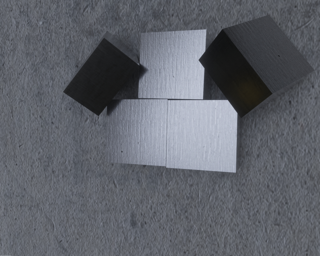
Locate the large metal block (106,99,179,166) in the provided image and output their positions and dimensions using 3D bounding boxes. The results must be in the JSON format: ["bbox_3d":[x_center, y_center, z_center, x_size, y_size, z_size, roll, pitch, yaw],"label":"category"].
[{"bbox_3d":[-0.022,0.004,0.403,0.080,0.050,0.079,2,91,19],"label":"large metal block"}]

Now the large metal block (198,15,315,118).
[{"bbox_3d":[0.104,-0.069,0.338,0.080,0.081,0.050,56,147,11],"label":"large metal block"}]

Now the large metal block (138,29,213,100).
[{"bbox_3d":[0.021,-0.075,0.389,0.080,0.050,0.079,3,91,19],"label":"large metal block"}]

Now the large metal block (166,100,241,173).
[{"bbox_3d":[0.055,0.008,0.375,0.080,0.050,0.079,2,91,19],"label":"large metal block"}]

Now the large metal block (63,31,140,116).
[{"bbox_3d":[-0.073,-0.073,0.398,0.050,0.080,0.080,36,104,-19],"label":"large metal block"}]
